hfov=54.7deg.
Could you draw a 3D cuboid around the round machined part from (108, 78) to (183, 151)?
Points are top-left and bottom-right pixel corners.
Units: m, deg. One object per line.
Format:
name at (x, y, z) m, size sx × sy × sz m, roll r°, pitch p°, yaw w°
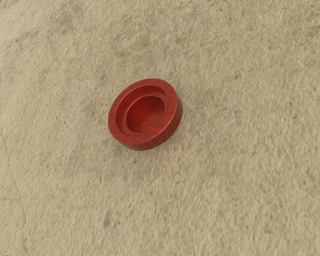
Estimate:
round machined part at (-0.016, -0.014, 0.408) m, size 0.098 × 0.042 × 0.098 m, roll -13°, pitch 56°, yaw 20°
